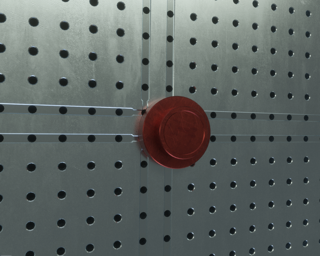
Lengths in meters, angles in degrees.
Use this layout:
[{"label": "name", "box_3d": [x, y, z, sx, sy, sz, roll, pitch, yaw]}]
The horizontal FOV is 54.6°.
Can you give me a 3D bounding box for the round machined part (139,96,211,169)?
[{"label": "round machined part", "box_3d": [0.025, 0.006, 0.412, 0.099, 0.042, 0.097, 0, 90, -20]}]
